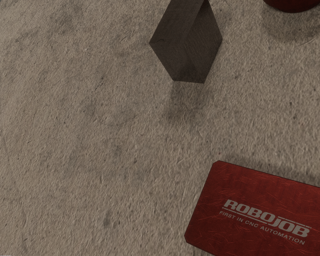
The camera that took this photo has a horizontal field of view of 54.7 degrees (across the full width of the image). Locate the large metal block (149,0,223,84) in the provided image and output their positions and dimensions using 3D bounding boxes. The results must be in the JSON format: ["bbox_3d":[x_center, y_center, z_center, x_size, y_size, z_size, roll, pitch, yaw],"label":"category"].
[{"bbox_3d":[0.039,-0.118,0.420,0.050,0.080,0.080,12,68,33],"label":"large metal block"}]

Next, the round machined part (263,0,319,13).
[{"bbox_3d":[0.185,-0.194,0.415,0.098,0.042,0.098,-13,56,20],"label":"round machined part"}]

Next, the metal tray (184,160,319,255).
[{"bbox_3d":[0.099,0.091,0.293,0.130,0.030,0.090,13,68,33],"label":"metal tray"}]
